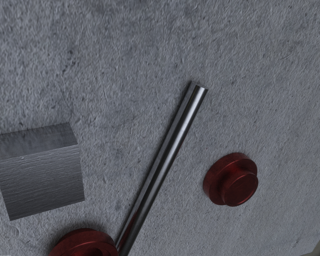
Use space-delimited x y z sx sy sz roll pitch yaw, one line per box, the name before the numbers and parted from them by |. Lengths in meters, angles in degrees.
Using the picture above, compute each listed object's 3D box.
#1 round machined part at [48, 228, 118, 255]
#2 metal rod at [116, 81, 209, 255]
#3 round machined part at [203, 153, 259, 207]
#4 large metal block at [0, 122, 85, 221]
round machined part | -0.114 0.185 0.448 0.099 0.042 0.097 -14 124 -21
metal rod | -0.005 0.073 0.449 0.025 0.025 0.298 11 113 -33
round machined part | 0.126 0.093 0.522 0.099 0.042 0.097 -14 124 -21
large metal block | -0.134 0.047 0.347 0.081 0.050 0.079 -12 124 -22
